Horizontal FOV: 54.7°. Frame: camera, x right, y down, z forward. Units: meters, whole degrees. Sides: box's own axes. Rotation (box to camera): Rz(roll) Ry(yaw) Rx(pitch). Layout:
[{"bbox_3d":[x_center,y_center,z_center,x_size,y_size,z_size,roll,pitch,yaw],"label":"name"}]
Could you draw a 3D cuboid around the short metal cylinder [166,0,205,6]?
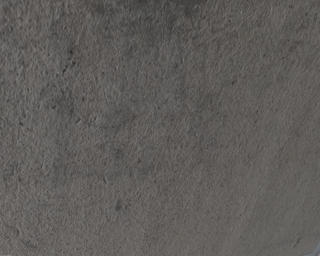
[{"bbox_3d":[0.018,-0.164,0.299,0.081,0.050,0.079,-14,124,-21],"label":"short metal cylinder"}]
